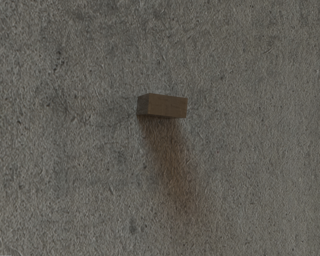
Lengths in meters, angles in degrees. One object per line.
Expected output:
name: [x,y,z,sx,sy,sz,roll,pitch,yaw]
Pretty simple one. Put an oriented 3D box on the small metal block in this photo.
small metal block: [0.001,-0.027,0.398,0.050,0.050,0.025,6,88,-20]
